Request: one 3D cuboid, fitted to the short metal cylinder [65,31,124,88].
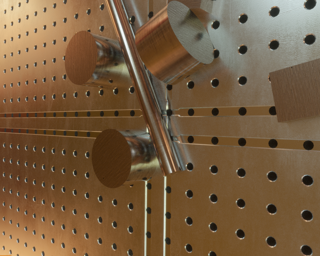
[{"bbox_3d":[-0.102,-0.104,0.477,0.080,0.050,0.080,0,90,40],"label":"short metal cylinder"}]

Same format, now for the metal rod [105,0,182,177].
[{"bbox_3d":[-0.031,-0.078,0.434,0.025,0.025,0.299,-30,71,36],"label":"metal rod"}]

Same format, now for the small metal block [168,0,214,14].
[{"bbox_3d":[0.039,-0.167,0.377,0.050,0.025,0.050,15,100,39],"label":"small metal block"}]

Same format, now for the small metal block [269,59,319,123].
[{"bbox_3d":[0.138,-0.034,0.296,0.050,0.025,0.050,-13,82,39],"label":"small metal block"}]

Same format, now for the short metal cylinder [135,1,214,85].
[{"bbox_3d":[0.018,-0.097,0.359,0.050,0.081,0.080,-28,72,36],"label":"short metal cylinder"}]

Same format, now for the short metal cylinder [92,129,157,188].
[{"bbox_3d":[-0.050,0.041,0.435,0.080,0.050,0.080,0,90,40],"label":"short metal cylinder"}]
